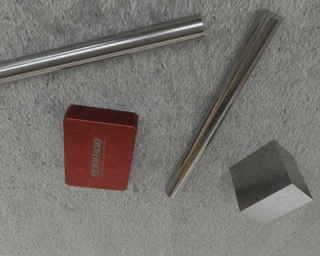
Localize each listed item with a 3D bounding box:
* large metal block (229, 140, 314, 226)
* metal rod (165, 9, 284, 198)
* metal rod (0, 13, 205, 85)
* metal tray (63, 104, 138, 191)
[{"bbox_3d":[0.153,0.077,0.440,0.050,0.080,0.080,35,122,-26],"label":"large metal block"},{"bbox_3d":[0.066,-0.006,0.402,0.025,0.025,0.298,14,129,-12],"label":"metal rod"},{"bbox_3d":[-0.103,-0.077,0.339,0.301,0.025,0.025,-11,130,8],"label":"metal rod"},{"bbox_3d":[-0.084,0.032,0.430,0.091,0.030,0.129,7,130,-7],"label":"metal tray"}]
